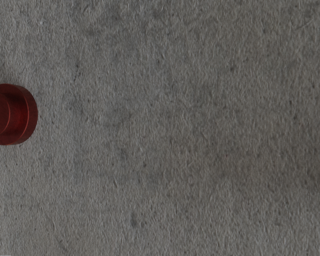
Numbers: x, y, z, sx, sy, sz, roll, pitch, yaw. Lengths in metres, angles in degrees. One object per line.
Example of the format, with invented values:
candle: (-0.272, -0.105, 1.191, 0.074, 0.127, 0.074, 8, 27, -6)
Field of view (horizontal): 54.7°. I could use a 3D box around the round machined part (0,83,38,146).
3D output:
round machined part: (-0.246, -0.021, 0.484, 0.098, 0.042, 0.097, 0, 90, 19)
